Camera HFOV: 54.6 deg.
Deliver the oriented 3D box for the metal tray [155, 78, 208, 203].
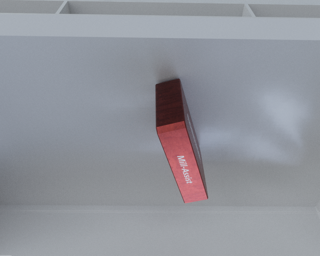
[{"bbox_3d":[0.027,0.018,0.378,0.030,0.090,0.130,-13,129,9],"label":"metal tray"}]
